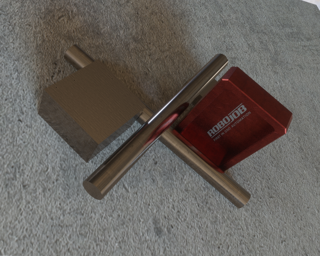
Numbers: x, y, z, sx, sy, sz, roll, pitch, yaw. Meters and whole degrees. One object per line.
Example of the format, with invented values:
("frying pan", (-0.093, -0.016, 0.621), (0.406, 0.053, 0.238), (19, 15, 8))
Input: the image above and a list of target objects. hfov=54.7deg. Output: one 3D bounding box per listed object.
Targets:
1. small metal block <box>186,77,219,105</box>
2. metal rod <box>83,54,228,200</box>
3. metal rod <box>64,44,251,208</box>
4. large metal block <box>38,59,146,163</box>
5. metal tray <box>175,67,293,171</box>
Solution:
("small metal block", (0.066, -0.058, 0.478), (0.050, 0.025, 0.050), (46, 51, 3))
("metal rod", (0.015, -0.023, 0.397), (0.025, 0.025, 0.301), (43, 51, 1))
("metal rod", (-0.003, -0.002, 0.407), (0.300, 0.025, 0.025), (41, 51, -1))
("large metal block", (-0.078, -0.021, 0.359), (0.080, 0.050, 0.080), (45, 51, 3))
("metal tray", (0.083, -0.004, 0.386), (0.090, 0.129, 0.030), (40, 51, -1))
